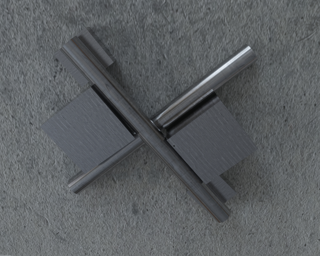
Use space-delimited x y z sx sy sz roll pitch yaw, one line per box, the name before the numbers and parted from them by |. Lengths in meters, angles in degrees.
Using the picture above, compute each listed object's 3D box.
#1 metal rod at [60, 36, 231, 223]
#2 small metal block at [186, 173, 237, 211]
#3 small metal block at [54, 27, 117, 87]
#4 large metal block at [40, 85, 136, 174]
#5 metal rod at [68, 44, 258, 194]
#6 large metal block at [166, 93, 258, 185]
metal rod | -0.008 0.013 0.388 0.025 0.025 0.300 -38 106 12
small metal block | 0.072 0.086 0.444 0.050 0.025 0.050 -41 105 13
small metal block | -0.090 -0.087 0.379 0.050 0.025 0.050 -36 107 12
large metal block | -0.086 -0.003 0.394 0.080 0.050 0.080 -35 107 12
metal rod | -0.005 -0.005 0.410 0.300 0.025 0.025 -37 106 12
large metal block | 0.065 0.012 0.402 0.080 0.050 0.080 -37 106 12
